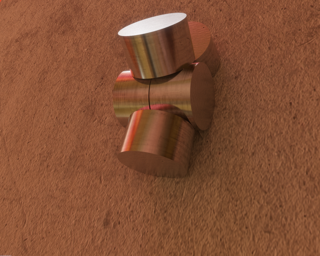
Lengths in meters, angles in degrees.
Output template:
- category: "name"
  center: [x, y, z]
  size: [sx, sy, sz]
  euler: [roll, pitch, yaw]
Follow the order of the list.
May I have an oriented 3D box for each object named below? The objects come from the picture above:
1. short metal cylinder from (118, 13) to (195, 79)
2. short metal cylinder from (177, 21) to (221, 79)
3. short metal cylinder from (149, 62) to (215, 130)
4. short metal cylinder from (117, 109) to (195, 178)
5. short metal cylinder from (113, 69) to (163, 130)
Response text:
- category: "short metal cylinder"
  center: [-0.003, -0.098, 0.365]
  size: [0.080, 0.050, 0.080]
  euler: [-12, 29, 7]
- category: "short metal cylinder"
  center: [0.039, -0.100, 0.430]
  size: [0.080, 0.050, 0.080]
  euler: [-13, 56, 20]
- category: "short metal cylinder"
  center: [0.029, -0.037, 0.376]
  size: [0.050, 0.080, 0.080]
  euler: [0, 62, 29]
- category: "short metal cylinder"
  center: [-0.004, 0.020, 0.359]
  size: [0.080, 0.080, 0.050]
  euler: [0, 62, 28]
- category: "short metal cylinder"
  center: [-0.016, -0.037, 0.401]
  size: [0.050, 0.080, 0.080]
  euler: [1, 62, 28]
